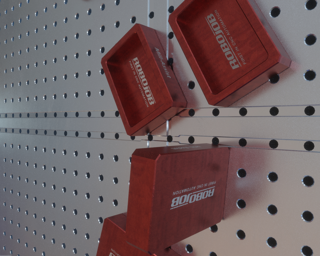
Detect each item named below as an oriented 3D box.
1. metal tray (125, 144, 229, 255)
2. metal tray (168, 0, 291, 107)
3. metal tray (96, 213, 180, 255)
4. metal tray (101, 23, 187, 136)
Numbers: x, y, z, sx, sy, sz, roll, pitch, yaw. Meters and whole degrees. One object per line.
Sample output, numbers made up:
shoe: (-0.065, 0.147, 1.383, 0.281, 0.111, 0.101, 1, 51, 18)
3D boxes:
metal tray: (0.024, 0.065, 0.322, 0.030, 0.131, 0.089, 8, 96, 40)
metal tray: (0.071, -0.100, 0.347, 0.090, 0.030, 0.130, -35, 68, 34)
metal tray: (-0.035, 0.192, 0.436, 0.130, 0.030, 0.089, 23, 104, 37)
metal tray: (-0.027, -0.065, 0.429, 0.090, 0.030, 0.130, -34, 69, 35)
